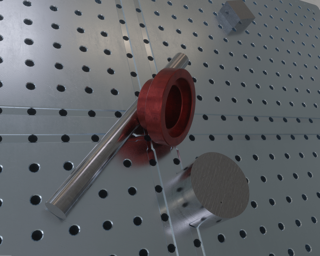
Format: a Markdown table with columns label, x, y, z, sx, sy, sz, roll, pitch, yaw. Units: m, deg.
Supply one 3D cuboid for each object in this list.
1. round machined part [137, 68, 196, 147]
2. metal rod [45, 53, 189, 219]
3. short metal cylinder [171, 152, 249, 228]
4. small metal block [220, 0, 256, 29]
| label | x | y | z | sx | sy | sz | roll | pitch | yaw |
| --- | --- | --- | --- | --- | --- | --- | --- | --- | --- |
| round machined part | 0.006 | -0.028 | 0.395 | 0.042 | 0.097 | 0.098 | 10 | 45 | 28 |
| metal rod | -0.034 | -0.014 | 0.398 | 0.025 | 0.025 | 0.301 | 38 | 51 | -3 |
| short metal cylinder | 0.060 | 0.076 | 0.378 | 0.081 | 0.050 | 0.080 | 14 | 56 | -21 |
| small metal block | 0.160 | -0.235 | 0.638 | 0.050 | 0.025 | 0.050 | -20 | 73 | -36 |
